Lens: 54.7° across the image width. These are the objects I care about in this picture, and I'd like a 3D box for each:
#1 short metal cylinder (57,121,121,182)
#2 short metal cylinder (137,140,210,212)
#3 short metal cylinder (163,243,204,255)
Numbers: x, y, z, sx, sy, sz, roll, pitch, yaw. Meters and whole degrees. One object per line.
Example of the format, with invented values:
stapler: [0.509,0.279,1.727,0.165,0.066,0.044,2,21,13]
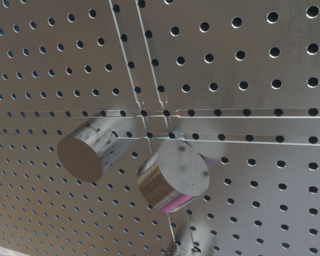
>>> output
short metal cylinder: [-0.108,0.036,0.474,0.080,0.050,0.079,13,124,21]
short metal cylinder: [0.017,0.063,0.405,0.080,0.080,0.050,42,129,-1]
short metal cylinder: [0.037,0.244,0.527,0.080,0.050,0.079,13,124,21]
